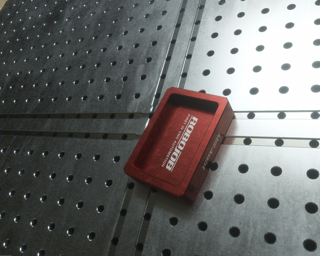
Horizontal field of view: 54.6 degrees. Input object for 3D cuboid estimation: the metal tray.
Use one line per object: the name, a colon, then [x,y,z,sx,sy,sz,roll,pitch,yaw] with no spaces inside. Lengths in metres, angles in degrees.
metal tray: [0.024,0.016,0.383,0.090,0.030,0.130,17,70,34]
